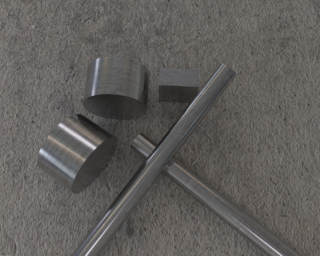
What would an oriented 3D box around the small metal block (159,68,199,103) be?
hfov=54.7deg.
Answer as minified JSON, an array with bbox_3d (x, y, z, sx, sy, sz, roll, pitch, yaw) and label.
[{"bbox_3d":[0.024,-0.056,0.416,0.050,0.050,0.025,3,70,1],"label":"small metal block"}]

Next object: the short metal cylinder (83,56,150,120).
[{"bbox_3d":[-0.055,-0.048,0.396,0.080,0.080,0.050,2,70,1],"label":"short metal cylinder"}]

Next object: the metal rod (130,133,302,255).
[{"bbox_3d":[0.087,0.104,0.370,0.300,0.025,0.025,37,74,12],"label":"metal rod"}]

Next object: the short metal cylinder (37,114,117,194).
[{"bbox_3d":[-0.096,0.030,0.367,0.050,0.080,0.080,33,73,11],"label":"short metal cylinder"}]

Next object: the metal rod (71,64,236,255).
[{"bbox_3d":[-0.008,0.046,0.366,0.025,0.025,0.300,37,83,12],"label":"metal rod"}]
